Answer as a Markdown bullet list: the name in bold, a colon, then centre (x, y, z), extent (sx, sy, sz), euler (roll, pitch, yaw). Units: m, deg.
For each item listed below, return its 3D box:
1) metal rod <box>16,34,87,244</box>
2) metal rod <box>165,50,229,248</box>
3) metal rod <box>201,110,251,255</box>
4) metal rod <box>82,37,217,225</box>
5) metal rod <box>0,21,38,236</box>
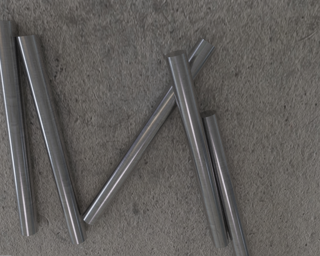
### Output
- **metal rod**: centre (-0.140, 0.029, 0.419), extent (0.025, 0.025, 0.298), euler (-6, 110, 2)
- **metal rod**: centre (0.055, 0.046, 0.410), extent (0.025, 0.025, 0.298), euler (-14, 116, 5)
- **metal rod**: centre (0.103, 0.116, 0.453), extent (0.025, 0.025, 0.298), euler (-16, 110, 5)
- **metal rod**: centre (-0.022, 0.016, 0.415), extent (0.025, 0.025, 0.299), euler (31, 107, -11)
- **metal rod**: centre (-0.189, 0.014, 0.413), extent (0.025, 0.025, 0.298), euler (2, 110, -1)
